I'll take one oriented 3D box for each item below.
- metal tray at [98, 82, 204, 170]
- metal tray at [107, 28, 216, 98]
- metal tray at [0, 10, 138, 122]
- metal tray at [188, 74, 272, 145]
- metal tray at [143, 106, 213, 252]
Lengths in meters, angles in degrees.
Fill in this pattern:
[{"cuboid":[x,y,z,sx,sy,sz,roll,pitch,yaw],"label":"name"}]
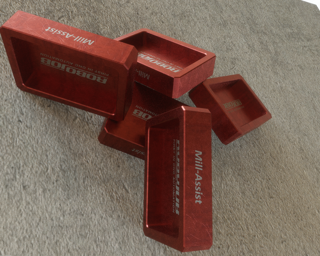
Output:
[{"cuboid":[-0.004,-0.001,0.402,0.131,0.030,0.090,23,53,-15],"label":"metal tray"},{"cuboid":[-0.003,-0.093,0.421,0.130,0.030,0.091,29,45,27],"label":"metal tray"},{"cuboid":[-0.094,-0.062,0.332,0.131,0.089,0.030,18,53,2],"label":"metal tray"},{"cuboid":[0.109,-0.033,0.462,0.131,0.030,0.090,-19,71,-51],"label":"metal tray"},{"cuboid":[0.015,0.049,0.318,0.030,0.090,0.129,5,80,-26],"label":"metal tray"}]
